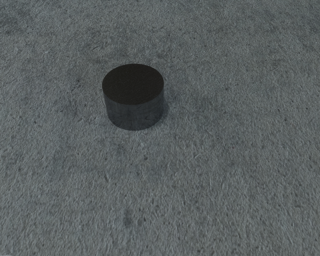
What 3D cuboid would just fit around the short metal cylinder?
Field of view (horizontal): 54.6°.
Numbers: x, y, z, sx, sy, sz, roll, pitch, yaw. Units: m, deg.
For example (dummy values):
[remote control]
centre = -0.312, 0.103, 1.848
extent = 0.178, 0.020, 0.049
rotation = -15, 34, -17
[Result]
[short metal cylinder]
centre = -0.035, -0.043, 0.423
extent = 0.080, 0.050, 0.080
rotation = 0, 50, 0
